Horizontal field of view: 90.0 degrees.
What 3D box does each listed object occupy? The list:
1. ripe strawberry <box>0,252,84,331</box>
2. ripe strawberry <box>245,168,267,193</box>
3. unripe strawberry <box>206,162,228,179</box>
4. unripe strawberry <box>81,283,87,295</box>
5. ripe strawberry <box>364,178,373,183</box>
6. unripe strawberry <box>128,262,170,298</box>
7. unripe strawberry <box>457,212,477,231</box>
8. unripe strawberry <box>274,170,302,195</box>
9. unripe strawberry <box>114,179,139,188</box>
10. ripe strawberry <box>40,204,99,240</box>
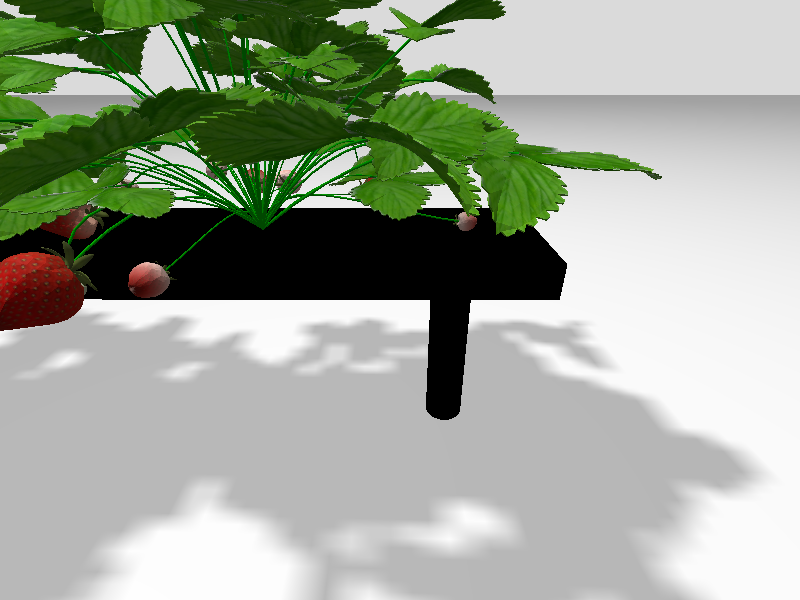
[{"bbox_3d":[-0.197,-0.003,0.213,0.040,0.042,0.044,12,44,21],"label":"ripe strawberry"},{"bbox_3d":[-0.171,-0.142,0.476,0.028,0.030,0.031,-9,30,-16],"label":"ripe strawberry"},{"bbox_3d":[-0.248,-0.176,0.540,0.027,0.023,0.027,-16,32,-26],"label":"unripe strawberry"},{"bbox_3d":[-0.195,-0.006,0.242,0.011,0.011,0.010,14,32,24],"label":"unripe strawberry"},{"bbox_3d":[-0.020,-0.117,0.425,0.036,0.035,0.033,-20,34,-32],"label":"ripe strawberry"},{"bbox_3d":[-0.155,-0.011,0.246,0.021,0.022,0.023,7,30,12],"label":"unripe strawberry"},{"bbox_3d":[0.060,-0.070,0.358,0.017,0.017,0.016,1,29,0],"label":"unripe strawberry"},{"bbox_3d":[-0.129,-0.138,0.467,0.031,0.028,0.028,-1,28,-2],"label":"unripe strawberry"},{"bbox_3d":[-0.296,-0.116,0.430,0.026,0.025,0.028,-14,19,33],"label":"unripe strawberry"},{"bbox_3d":[-0.275,-0.070,0.331,0.041,0.040,0.045,-6,29,-9],"label":"ripe strawberry"}]
